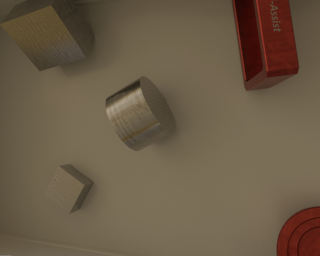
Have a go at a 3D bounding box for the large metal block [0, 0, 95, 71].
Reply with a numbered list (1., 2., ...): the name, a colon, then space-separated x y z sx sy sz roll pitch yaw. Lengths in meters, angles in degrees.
1. large metal block: -0.150 -0.133 0.425 0.080 0.080 0.050 -11 47 19

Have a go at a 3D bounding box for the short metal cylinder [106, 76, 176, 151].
1. short metal cylinder: -0.023 -0.018 0.388 0.050 0.080 0.080 -28 81 17

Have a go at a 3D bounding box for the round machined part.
1. round machined part: 0.178 0.134 0.332 0.098 0.042 0.098 -5 77 21

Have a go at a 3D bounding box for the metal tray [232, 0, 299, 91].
1. metal tray: 0.108 -0.112 0.335 0.030 0.090 0.129 -8 87 2

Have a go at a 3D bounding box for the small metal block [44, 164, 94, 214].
1. small metal block: -0.134 0.089 0.456 0.050 0.025 0.050 32 100 16
